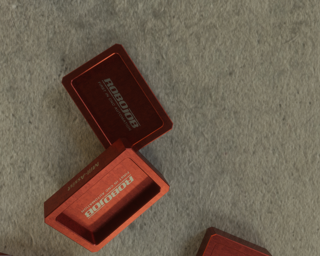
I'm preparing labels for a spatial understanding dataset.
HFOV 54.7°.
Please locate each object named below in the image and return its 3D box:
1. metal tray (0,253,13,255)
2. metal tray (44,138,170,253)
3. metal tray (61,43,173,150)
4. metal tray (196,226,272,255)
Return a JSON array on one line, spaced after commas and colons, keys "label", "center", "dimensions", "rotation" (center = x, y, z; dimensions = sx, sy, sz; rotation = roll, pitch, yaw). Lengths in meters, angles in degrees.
[{"label": "metal tray", "center": [-0.173, 0.226, 0.405], "dimensions": [0.131, 0.030, 0.090], "rotation": [15, 90, -1]}, {"label": "metal tray", "center": [-0.064, 0.085, 0.385], "dimensions": [0.130, 0.030, 0.090], "rotation": [-41, 122, 0]}, {"label": "metal tray", "center": [-0.054, -0.032, 0.406], "dimensions": [0.090, 0.030, 0.130], "rotation": [-33, 90, -1]}, {"label": "metal tray", "center": [0.083, 0.209, 0.408], "dimensions": [0.090, 0.030, 0.129], "rotation": [23, 90, -1]}]
